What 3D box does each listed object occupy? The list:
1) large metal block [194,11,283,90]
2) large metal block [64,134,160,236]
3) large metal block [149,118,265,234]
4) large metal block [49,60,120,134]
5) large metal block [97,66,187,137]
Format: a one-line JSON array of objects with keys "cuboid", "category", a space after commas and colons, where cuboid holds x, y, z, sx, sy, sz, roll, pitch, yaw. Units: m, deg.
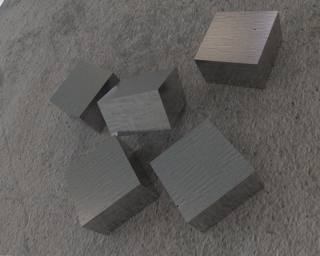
[{"cuboid": [0.102, -0.101, 0.396, 0.080, 0.050, 0.080, 13, 68, 33], "category": "large metal block"}, {"cuboid": [-0.060, 0.069, 0.377, 0.080, 0.050, 0.080, -37, 51, 4], "category": "large metal block"}, {"cuboid": [0.049, 0.050, 0.331, 0.080, 0.050, 0.080, -38, 51, 2], "category": "large metal block"}, {"cuboid": [-0.107, -0.049, 0.474, 0.080, 0.050, 0.080, 25, 75, 37], "category": "large metal block"}, {"cuboid": [-0.019, -0.034, 0.396, 0.080, 0.050, 0.080, -9, 25, 23], "category": "large metal block"}]
